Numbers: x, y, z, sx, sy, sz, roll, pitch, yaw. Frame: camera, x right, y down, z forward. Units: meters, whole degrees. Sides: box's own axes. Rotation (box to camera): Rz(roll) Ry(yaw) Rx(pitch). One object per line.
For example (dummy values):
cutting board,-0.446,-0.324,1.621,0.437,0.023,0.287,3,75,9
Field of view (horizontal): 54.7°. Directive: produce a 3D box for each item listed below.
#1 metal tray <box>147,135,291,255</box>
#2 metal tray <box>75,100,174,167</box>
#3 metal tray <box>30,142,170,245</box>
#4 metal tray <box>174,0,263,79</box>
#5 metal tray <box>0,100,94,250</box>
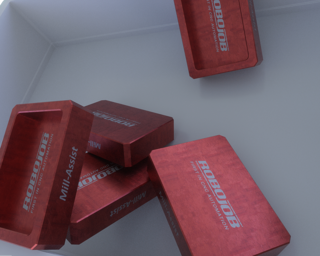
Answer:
metal tray,0.050,0.071,0.304,0.091,0.030,0.130,-12,50,-18
metal tray,-0.059,0.001,0.398,0.130,0.030,0.091,16,29,34
metal tray,-0.064,0.062,0.348,0.090,0.030,0.131,27,36,37
metal tray,0.071,-0.134,0.390,0.090,0.030,0.129,-7,101,31
metal tray,-0.119,0.040,0.296,0.090,0.030,0.130,-1,71,32
